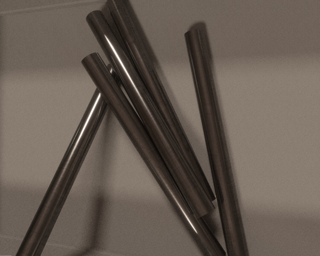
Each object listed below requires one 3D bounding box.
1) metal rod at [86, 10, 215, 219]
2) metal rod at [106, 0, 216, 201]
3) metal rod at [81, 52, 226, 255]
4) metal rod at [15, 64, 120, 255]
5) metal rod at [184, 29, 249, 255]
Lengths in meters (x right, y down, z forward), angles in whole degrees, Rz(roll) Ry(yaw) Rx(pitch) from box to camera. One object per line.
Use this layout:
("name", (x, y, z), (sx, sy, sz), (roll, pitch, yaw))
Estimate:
("metal rod", (-0.019, -0.028, 0.393), (0.025, 0.025, 0.299), (-34, 75, 16))
("metal rod", (-0.003, -0.041, 0.410), (0.025, 0.025, 0.299), (-27, 81, 18))
("metal rod", (-0.010, 0.036, 0.392), (0.025, 0.025, 0.299), (-33, 87, 17))
("metal rod", (-0.113, 0.050, 0.385), (0.025, 0.025, 0.300), (14, 70, 19))
("metal rod", (0.071, 0.025, 0.385), (0.025, 0.025, 0.298), (-12, 86, 19))
